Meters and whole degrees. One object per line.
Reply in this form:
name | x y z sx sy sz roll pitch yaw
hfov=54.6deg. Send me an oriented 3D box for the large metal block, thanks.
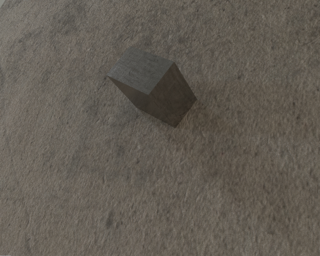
large metal block | -0.009 -0.053 0.407 0.080 0.080 0.050 29 78 37
